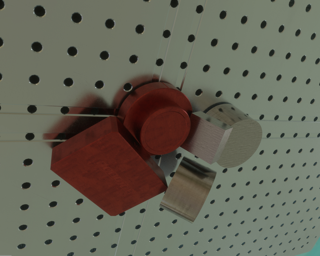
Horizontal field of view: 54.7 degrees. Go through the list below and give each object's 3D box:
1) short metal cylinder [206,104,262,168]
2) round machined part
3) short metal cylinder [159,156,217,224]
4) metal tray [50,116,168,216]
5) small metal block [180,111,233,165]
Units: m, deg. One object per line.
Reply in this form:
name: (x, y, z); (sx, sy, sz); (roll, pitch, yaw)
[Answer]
short metal cylinder: (0.100, 0.011, 0.452); (0.081, 0.050, 0.079); (-14, 124, -21)
round machined part: (-0.001, -0.005, 0.391); (0.099, 0.042, 0.097); (-14, 124, -21)
short metal cylinder: (0.040, 0.086, 0.438); (0.050, 0.080, 0.079); (26, 110, 8)
metal tray: (-0.059, 0.054, 0.389); (0.090, 0.030, 0.130); (-29, 130, 9)
small metal block: (0.060, 0.012, 0.407); (0.025, 0.050, 0.050); (-15, 129, -55)
